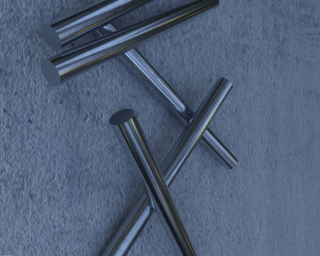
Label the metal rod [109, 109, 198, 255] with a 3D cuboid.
[{"bbox_3d":[0.011,0.104,0.369,0.025,0.025,0.299,-45,131,-30],"label":"metal rod"}]

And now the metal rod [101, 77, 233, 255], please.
[{"bbox_3d":[0.010,0.055,0.391,0.025,0.025,0.300,46,69,-31],"label":"metal rod"}]

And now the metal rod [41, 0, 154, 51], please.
[{"bbox_3d":[-0.013,-0.165,0.371,0.302,0.025,0.025,-45,117,-38],"label":"metal rod"}]

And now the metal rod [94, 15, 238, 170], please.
[{"bbox_3d":[0.022,-0.032,0.422,0.300,0.025,0.025,44,64,-31],"label":"metal rod"}]

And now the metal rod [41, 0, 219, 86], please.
[{"bbox_3d":[-0.009,-0.120,0.370,0.302,0.025,0.025,-40,115,-42],"label":"metal rod"}]
